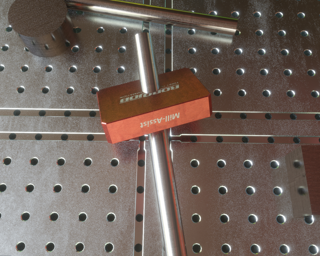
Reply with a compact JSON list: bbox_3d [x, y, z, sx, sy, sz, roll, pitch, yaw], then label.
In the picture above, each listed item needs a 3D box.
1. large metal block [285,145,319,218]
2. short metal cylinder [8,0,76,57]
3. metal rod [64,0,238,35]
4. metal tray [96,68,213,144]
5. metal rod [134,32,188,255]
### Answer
[{"bbox_3d":[0.207,0.066,0.377,0.081,0.050,0.080,0,70,-1],"label":"large metal block"},{"bbox_3d":[-0.169,-0.151,0.452,0.081,0.050,0.080,0,70,-1],"label":"short metal cylinder"},{"bbox_3d":[-0.034,-0.179,0.476,0.302,0.025,0.025,10,70,3],"label":"metal rod"},{"bbox_3d":[-0.010,-0.032,0.395,0.131,0.030,0.090,-16,35,-6],"label":"metal tray"},{"bbox_3d":[0.000,0.022,0.383,0.025,0.025,0.299,-8,78,-3],"label":"metal rod"}]
